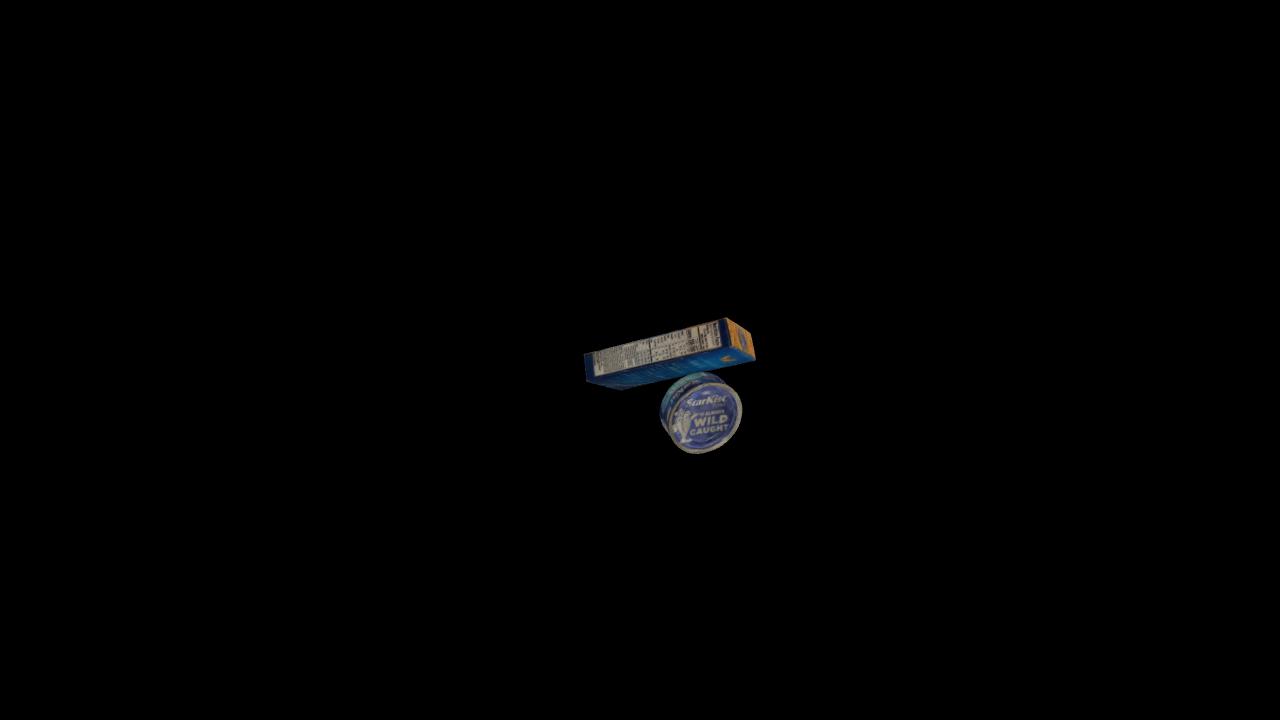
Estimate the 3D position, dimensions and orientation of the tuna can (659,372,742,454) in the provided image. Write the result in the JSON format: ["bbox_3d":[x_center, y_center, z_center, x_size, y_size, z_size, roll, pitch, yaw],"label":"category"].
[{"bbox_3d":[0.064,0.055,0.655,0.084,0.084,0.034,0,24,-21],"label":"tuna can"}]

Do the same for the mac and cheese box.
[{"bbox_3d":[0.034,-0.003,0.730,0.184,0.041,0.093,-14,-16,24],"label":"mac and cheese box"}]
